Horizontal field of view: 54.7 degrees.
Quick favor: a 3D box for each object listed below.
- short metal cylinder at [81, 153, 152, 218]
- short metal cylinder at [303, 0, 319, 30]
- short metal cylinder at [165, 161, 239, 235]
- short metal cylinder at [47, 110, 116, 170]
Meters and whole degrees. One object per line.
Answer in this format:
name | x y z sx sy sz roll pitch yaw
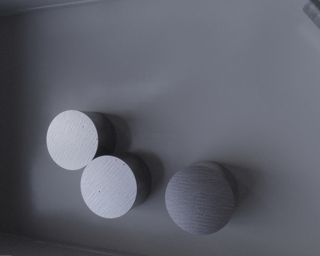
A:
short metal cylinder | -0.058 0.075 0.417 0.080 0.050 0.079 0 90 19
short metal cylinder | 0.196 -0.130 0.312 0.080 0.080 0.050 -37 78 16
short metal cylinder | 0.053 0.083 0.378 0.080 0.050 0.079 0 90 19
short metal cylinder | -0.109 0.016 0.434 0.080 0.050 0.079 0 90 19
